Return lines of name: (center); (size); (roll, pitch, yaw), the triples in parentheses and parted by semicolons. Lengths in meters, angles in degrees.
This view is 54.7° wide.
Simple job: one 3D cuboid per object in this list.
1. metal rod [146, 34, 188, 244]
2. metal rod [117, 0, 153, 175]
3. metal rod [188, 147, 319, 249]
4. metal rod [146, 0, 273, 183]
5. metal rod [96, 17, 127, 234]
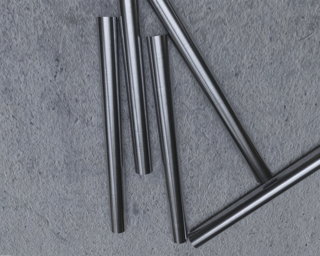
metal rod: (0.013, 0.029, 0.420); (0.025, 0.025, 0.298); (-6, 110, 2)
metal rod: (-0.032, -0.080, 0.379); (0.025, 0.025, 0.298); (-4, 110, 1)
metal rod: (0.166, 0.083, 0.441); (0.300, 0.025, 0.025); (-38, 106, 12)
metal rod: (0.066, -0.049, 0.392); (0.025, 0.025, 0.299); (-31, 107, 11)
metal rod: (-0.062, 0.010, 0.412); (0.025, 0.025, 0.298); (0, 110, 0)
